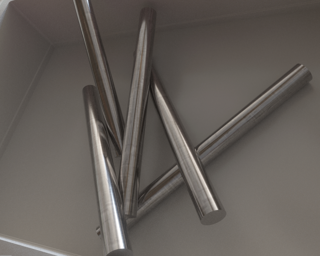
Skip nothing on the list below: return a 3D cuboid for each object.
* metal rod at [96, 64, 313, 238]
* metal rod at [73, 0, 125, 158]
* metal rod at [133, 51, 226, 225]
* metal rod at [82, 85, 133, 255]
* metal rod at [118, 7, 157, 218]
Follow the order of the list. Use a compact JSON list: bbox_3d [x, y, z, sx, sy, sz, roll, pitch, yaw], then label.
[{"bbox_3d":[0.050,0.031,0.359,0.300,0.025,0.025,-39,51,1],"label":"metal rod"},{"bbox_3d":[-0.090,-0.106,0.434,0.025,0.025,0.299,-19,80,17],"label":"metal rod"},{"bbox_3d":[0.009,-0.018,0.387,0.025,0.025,0.300,-30,45,9],"label":"metal rod"},{"bbox_3d":[-0.074,0.026,0.383,0.025,0.025,0.300,-33,38,6],"label":"metal rod"},{"bbox_3d":[-0.028,-0.039,0.400,0.025,0.025,0.299,-8,61,24],"label":"metal rod"}]
